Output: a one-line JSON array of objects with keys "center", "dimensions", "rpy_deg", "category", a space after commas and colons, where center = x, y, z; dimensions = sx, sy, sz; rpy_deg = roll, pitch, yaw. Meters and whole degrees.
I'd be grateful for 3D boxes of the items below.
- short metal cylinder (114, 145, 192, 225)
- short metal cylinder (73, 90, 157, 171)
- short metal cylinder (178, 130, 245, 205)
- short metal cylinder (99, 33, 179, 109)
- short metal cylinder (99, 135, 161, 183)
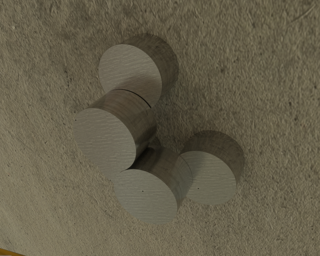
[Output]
[{"center": [-0.007, 0.068, 0.372], "dimensions": [0.080, 0.050, 0.079], "rpy_deg": [13, 124, 20], "category": "short metal cylinder"}, {"center": [-0.051, 0.003, 0.355], "dimensions": [0.080, 0.050, 0.079], "rpy_deg": [13, 124, 21], "category": "short metal cylinder"}, {"center": [0.061, 0.049, 0.390], "dimensions": [0.080, 0.050, 0.079], "rpy_deg": [13, 124, 21], "category": "short metal cylinder"}, {"center": [-0.024, -0.066, 0.365], "dimensions": [0.080, 0.050, 0.079], "rpy_deg": [13, 124, 21], "category": "short metal cylinder"}, {"center": [-0.043, 0.039, 0.439], "dimensions": [0.080, 0.050, 0.079], "rpy_deg": [13, 124, 21], "category": "short metal cylinder"}]
